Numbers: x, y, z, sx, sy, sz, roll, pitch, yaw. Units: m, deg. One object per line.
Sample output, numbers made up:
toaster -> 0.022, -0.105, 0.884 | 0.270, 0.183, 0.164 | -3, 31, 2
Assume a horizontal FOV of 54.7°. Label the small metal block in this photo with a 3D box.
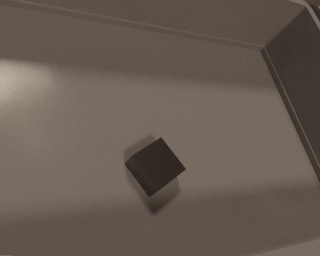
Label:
small metal block -> -0.005, 0.047, 0.376 | 0.050, 0.025, 0.050 | -31, 79, -38
